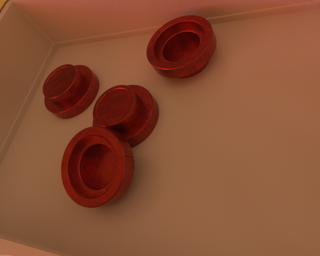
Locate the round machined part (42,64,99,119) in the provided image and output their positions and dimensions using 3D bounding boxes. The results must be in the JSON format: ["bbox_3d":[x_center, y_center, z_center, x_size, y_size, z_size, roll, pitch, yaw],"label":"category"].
[{"bbox_3d":[-0.155,-0.068,0.518,0.098,0.042,0.098,-13,56,21],"label":"round machined part"}]

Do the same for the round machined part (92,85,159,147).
[{"bbox_3d":[-0.055,-0.022,0.437,0.098,0.042,0.098,-13,56,21],"label":"round machined part"}]

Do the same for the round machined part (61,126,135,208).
[{"bbox_3d":[-0.073,0.049,0.391,0.098,0.042,0.098,-5,78,27],"label":"round machined part"}]

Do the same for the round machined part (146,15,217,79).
[{"bbox_3d":[0.034,-0.111,0.445,0.098,0.042,0.098,-13,56,21],"label":"round machined part"}]
